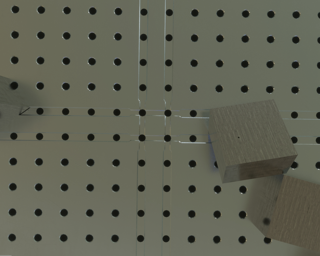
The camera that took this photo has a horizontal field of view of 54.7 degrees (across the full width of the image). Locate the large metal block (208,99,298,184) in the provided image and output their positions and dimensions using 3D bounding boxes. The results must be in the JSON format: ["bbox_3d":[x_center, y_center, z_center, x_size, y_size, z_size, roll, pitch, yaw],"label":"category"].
[{"bbox_3d":[0.110,0.016,0.384,0.081,0.050,0.080,-9,57,-1],"label":"large metal block"}]

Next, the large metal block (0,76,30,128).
[{"bbox_3d":[-0.226,-0.025,0.383,0.080,0.080,0.050,-36,90,0],"label":"large metal block"}]

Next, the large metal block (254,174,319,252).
[{"bbox_3d":[0.179,0.106,0.403,0.080,0.050,0.080,16,90,-1],"label":"large metal block"}]
